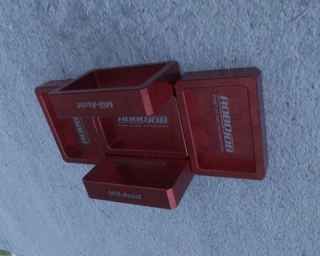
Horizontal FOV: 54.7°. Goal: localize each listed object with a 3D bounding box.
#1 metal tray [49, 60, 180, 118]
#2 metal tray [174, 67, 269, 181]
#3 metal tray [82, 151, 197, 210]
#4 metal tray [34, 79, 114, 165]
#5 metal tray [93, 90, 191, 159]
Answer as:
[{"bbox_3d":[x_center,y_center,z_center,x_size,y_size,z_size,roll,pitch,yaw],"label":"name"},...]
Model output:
[{"bbox_3d":[-0.051,-0.046,0.363,0.130,0.090,0.030,0,119,27],"label":"metal tray"},{"bbox_3d":[0.074,-0.002,0.364,0.090,0.030,0.129,0,119,27],"label":"metal tray"},{"bbox_3d":[-0.025,0.060,0.413,0.130,0.090,0.030,1,119,27],"label":"metal tray"},{"bbox_3d":[-0.123,-0.007,0.463,0.090,0.030,0.129,0,119,27],"label":"metal tray"},{"bbox_3d":[-0.025,-0.007,0.412,0.130,0.030,0.089,1,119,27],"label":"metal tray"}]
